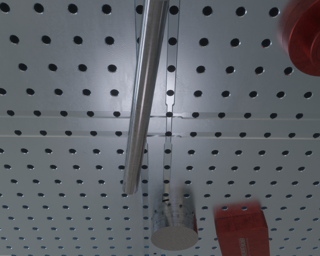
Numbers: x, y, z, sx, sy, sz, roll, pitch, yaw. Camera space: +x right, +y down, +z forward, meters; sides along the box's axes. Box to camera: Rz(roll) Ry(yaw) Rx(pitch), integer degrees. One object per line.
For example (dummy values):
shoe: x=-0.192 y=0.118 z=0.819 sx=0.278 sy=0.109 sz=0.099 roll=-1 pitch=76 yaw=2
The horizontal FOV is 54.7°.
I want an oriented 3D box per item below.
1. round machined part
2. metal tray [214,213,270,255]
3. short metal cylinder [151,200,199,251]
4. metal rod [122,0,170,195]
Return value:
round machined part: x=0.184 y=-0.095 z=0.322 sx=0.099 sy=0.042 sz=0.097 roll=0 pitch=130 yaw=0
metal tray: x=0.160 y=0.218 z=0.596 sx=0.090 sy=0.030 sz=0.129 roll=-12 pitch=130 yaw=9
short metal cylinder: x=0.025 y=0.171 z=0.542 sx=0.081 sy=0.050 sz=0.079 roll=0 pitch=130 yaw=0
metal rod: x=-0.025 y=-0.016 z=0.397 sx=0.025 sy=0.025 sz=0.298 roll=6 pitch=130 yaw=-6
